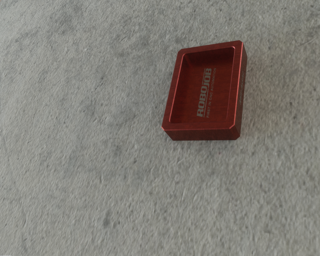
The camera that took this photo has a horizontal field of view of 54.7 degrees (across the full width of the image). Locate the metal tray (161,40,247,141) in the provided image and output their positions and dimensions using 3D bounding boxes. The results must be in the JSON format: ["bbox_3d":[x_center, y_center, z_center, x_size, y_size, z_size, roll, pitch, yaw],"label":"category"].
[{"bbox_3d":[0.059,-0.048,0.398,0.090,0.030,0.130,-2,61,27],"label":"metal tray"}]
